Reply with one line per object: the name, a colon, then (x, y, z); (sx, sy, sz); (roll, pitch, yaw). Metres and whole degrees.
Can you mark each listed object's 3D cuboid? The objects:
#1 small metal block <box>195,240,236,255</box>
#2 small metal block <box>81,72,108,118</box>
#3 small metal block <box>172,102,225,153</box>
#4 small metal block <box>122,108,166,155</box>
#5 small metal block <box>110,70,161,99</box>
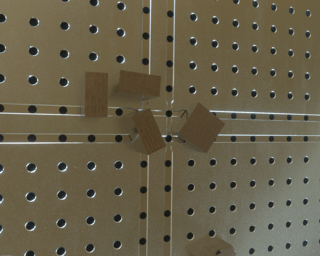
small metal block: (0.084, 0.198, 0.444); (0.050, 0.025, 0.050); (-21, 97, -19)
small metal block: (-0.079, -0.038, 0.370); (0.025, 0.050, 0.050); (1, 90, -20)
small metal block: (0.054, 0.000, 0.432); (0.050, 0.025, 0.050); (37, 78, -16)
small metal block: (-0.021, 0.004, 0.391); (0.025, 0.050, 0.050); (-26, 99, -18)
small metal block: (-0.032, -0.052, 0.387); (0.050, 0.050, 0.025); (5, 89, -20)
